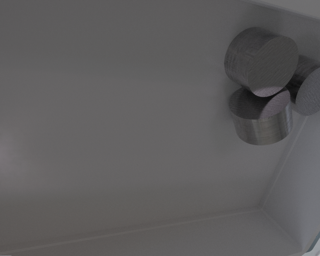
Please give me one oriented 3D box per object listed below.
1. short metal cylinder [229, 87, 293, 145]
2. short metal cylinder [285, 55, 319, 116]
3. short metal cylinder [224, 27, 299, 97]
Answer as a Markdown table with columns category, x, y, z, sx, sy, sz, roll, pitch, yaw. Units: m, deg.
| category | x | y | z | sx | sy | sz | roll | pitch | yaw |
| --- | --- | --- | --- | --- | --- | --- | --- | --- | --- |
| short metal cylinder | 0.143 | -0.022 | 0.437 | 0.080 | 0.080 | 0.050 | -32 | 129 | -8 |
| short metal cylinder | 0.219 | -0.065 | 0.472 | 0.081 | 0.050 | 0.079 | -14 | 124 | -21 |
| short metal cylinder | 0.134 | -0.088 | 0.411 | 0.081 | 0.050 | 0.079 | -14 | 124 | -21 |
